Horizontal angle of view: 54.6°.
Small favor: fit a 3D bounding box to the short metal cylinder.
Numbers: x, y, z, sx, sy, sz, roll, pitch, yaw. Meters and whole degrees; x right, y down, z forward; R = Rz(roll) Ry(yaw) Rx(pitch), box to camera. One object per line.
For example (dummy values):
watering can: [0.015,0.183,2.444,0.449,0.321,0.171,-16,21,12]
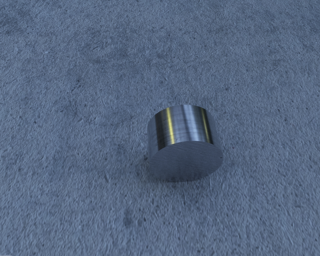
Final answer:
short metal cylinder: [0.027,0.019,0.352,0.080,0.080,0.050,-4,50,-3]
